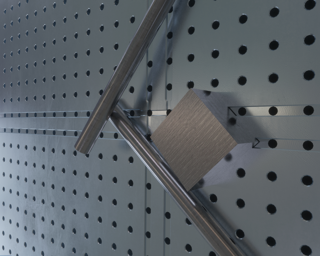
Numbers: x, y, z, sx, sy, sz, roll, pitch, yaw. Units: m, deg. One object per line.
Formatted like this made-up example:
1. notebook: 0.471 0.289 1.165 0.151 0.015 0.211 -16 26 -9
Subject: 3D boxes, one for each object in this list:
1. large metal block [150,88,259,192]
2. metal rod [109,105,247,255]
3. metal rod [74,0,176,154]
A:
1. large metal block: 0.048 0.013 0.354 0.080 0.050 0.080 -50 61 28
2. metal rod: 0.006 0.060 0.404 0.300 0.025 0.025 48 118 29
3. metal rod: -0.040 -0.091 0.420 0.025 0.025 0.298 42 109 32
